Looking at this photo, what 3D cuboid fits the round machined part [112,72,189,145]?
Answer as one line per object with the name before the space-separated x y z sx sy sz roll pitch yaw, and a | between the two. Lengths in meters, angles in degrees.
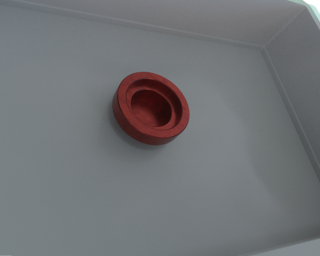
round machined part | -0.015 -0.021 0.401 0.099 0.042 0.098 14 56 -21
